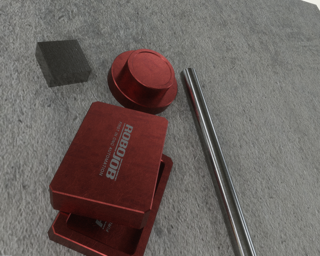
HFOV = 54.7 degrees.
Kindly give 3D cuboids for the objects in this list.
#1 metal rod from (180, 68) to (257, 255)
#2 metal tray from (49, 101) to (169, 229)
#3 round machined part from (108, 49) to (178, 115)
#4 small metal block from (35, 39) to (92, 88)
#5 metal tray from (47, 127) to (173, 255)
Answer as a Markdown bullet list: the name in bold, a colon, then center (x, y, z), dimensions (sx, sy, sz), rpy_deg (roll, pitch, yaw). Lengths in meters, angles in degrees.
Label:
- **metal rod**: center (0.076, 0.046, 0.418), dimensions (0.025, 0.025, 0.299), rpy_deg (0, 62, -28)
- **metal tray**: center (-0.046, 0.031, 0.322), dimensions (0.091, 0.030, 0.130), rpy_deg (14, 42, -1)
- **round machined part**: center (-0.019, -0.070, 0.427), dimensions (0.099, 0.042, 0.098), rpy_deg (14, 56, -21)
- **small metal block**: center (-0.122, -0.082, 0.389), dimensions (0.050, 0.025, 0.050), rpy_deg (-16, 70, -35)
- **metal tray**: center (-0.046, 0.071, 0.332), dimensions (0.090, 0.030, 0.130), rpy_deg (29, 52, -10)
